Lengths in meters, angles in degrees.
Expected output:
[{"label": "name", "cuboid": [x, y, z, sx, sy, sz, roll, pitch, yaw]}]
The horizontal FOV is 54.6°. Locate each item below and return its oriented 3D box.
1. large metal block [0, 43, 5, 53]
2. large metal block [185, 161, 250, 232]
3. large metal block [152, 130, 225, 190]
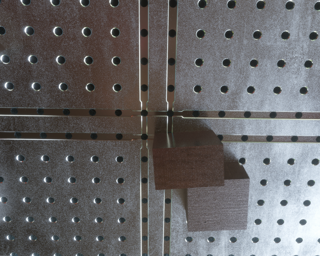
[{"label": "large metal block", "cuboid": [-0.242, -0.087, 0.350, 0.080, 0.080, 0.050, -28, 108, 10]}, {"label": "large metal block", "cuboid": [0.077, 0.095, 0.436, 0.080, 0.050, 0.079, -2, 110, 1]}, {"label": "large metal block", "cuboid": [0.034, 0.038, 0.394, 0.080, 0.080, 0.050, -4, 101, 1]}]
